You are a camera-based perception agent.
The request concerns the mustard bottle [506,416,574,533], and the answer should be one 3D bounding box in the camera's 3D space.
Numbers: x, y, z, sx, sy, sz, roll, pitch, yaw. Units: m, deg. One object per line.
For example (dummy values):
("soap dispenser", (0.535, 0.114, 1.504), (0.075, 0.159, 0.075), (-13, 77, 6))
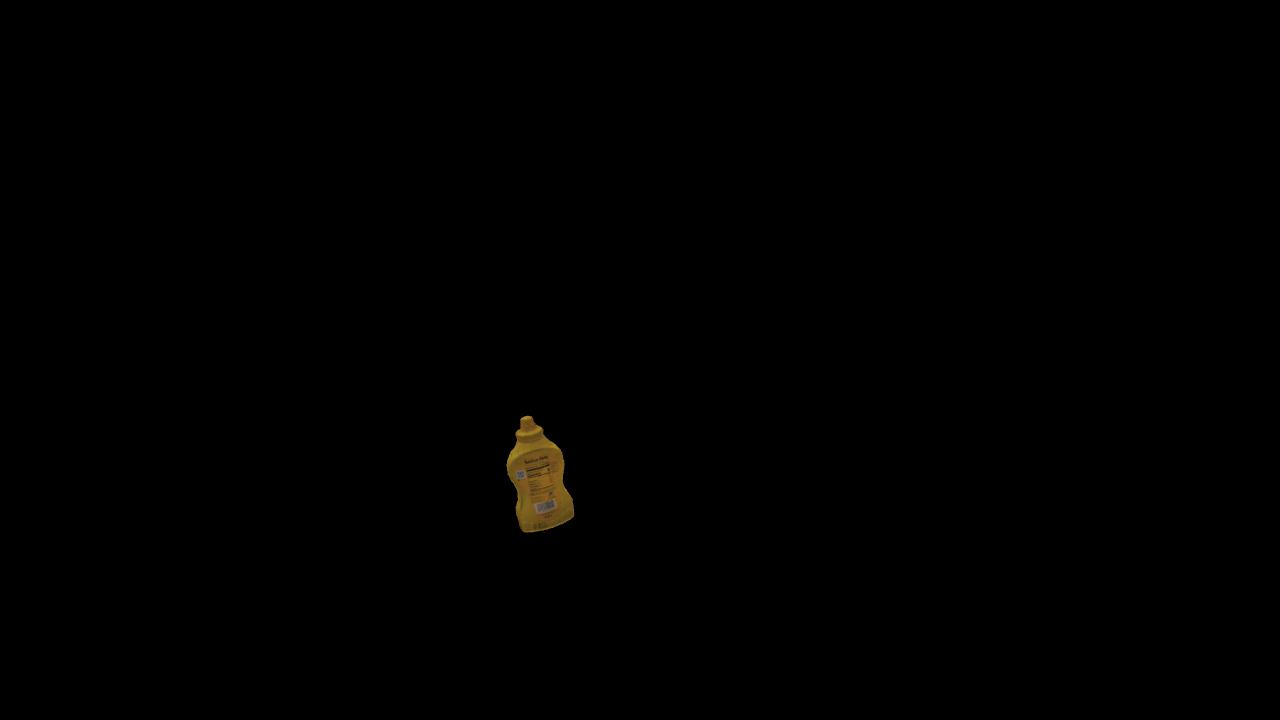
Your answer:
("mustard bottle", (-0.162, 0.175, 0.969), (0.092, 0.184, 0.054), (-12, 15, -11))
